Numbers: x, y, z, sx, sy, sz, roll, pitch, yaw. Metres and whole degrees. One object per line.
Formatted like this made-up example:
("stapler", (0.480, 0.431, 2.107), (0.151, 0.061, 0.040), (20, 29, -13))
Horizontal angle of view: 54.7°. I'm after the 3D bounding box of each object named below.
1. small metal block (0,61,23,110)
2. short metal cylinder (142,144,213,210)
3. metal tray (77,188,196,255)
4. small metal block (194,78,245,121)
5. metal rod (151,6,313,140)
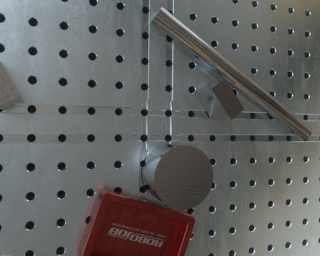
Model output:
("small metal block", (-0.175, -0.049, 0.335), (0.025, 0.050, 0.050), (-30, 100, -17))
("short metal cylinder", (0.022, 0.061, 0.407), (0.081, 0.050, 0.080), (0, 90, -20))
("metal tray", (-0.028, 0.139, 0.399), (0.131, 0.030, 0.090), (21, 83, -19))
("small metal block", (0.081, -0.038, 0.429), (0.025, 0.050, 0.050), (-39, 103, -16))
("metal rod", (0.115, -0.071, 0.454), (0.301, 0.025, 0.025), (34, 79, -17))
